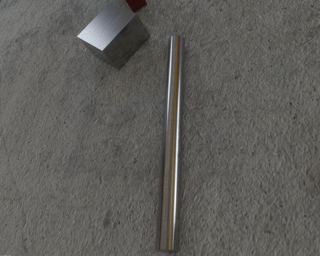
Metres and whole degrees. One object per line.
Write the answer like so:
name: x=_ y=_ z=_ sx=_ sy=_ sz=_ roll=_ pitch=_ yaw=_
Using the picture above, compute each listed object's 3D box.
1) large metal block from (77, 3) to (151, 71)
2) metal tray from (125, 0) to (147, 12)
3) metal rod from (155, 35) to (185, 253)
large metal block: x=-0.078 y=-0.154 z=0.521 sx=0.080 sy=0.050 sz=0.080 roll=35 pitch=81 yaw=38
metal tray: x=-0.073 y=-0.285 z=0.573 sx=0.030 sy=0.090 sz=0.130 roll=-30 pitch=52 yaw=9
metal rod: x=0.016 y=-0.002 z=0.395 sx=0.025 sy=0.025 sz=0.299 roll=-10 pitch=57 yaw=23
